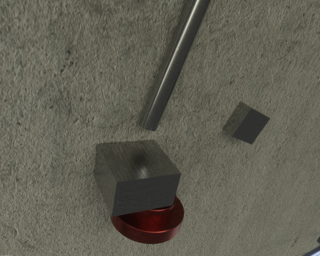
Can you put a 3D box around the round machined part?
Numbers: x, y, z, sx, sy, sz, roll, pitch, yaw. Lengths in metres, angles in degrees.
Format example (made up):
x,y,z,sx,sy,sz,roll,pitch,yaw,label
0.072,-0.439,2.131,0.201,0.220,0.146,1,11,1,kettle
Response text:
x,y,z,sx,sy,sz,roll,pitch,yaw,label
-0.015,0.103,0.417,0.099,0.098,0.042,-2,119,-28,round machined part

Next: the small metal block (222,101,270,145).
x,y,z,sx,sy,sz,roll,pitch,yaw,label
0.133,-0.007,0.478,0.050,0.025,0.050,20,107,-36,small metal block

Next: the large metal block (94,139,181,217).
x,y,z,sx,sy,sz,roll,pitch,yaw,label
-0.032,0.059,0.392,0.081,0.080,0.050,-3,120,-27,large metal block

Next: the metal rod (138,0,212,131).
x,y,z,sx,sy,sz,roll,pitch,yaw,label
0.039,-0.131,0.348,0.025,0.025,0.298,10,113,-33,metal rod
